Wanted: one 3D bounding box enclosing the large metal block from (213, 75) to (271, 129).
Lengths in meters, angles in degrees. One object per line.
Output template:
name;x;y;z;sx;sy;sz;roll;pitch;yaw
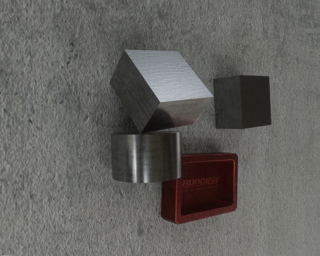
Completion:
large metal block;0.134;-0.042;0.500;0.081;0.050;0.079;-6;94;-40

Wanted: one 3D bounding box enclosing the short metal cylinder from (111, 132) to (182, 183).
short metal cylinder;-0.015;0.030;0.356;0.081;0.080;0.050;-3;92;-40

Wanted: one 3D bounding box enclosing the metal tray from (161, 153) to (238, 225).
metal tray;0.062;0.082;0.453;0.131;0.030;0.089;2;89;-40

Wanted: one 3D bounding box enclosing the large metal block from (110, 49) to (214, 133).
large metal block;0.001;-0.045;0.363;0.081;0.050;0.080;-10;56;-40
